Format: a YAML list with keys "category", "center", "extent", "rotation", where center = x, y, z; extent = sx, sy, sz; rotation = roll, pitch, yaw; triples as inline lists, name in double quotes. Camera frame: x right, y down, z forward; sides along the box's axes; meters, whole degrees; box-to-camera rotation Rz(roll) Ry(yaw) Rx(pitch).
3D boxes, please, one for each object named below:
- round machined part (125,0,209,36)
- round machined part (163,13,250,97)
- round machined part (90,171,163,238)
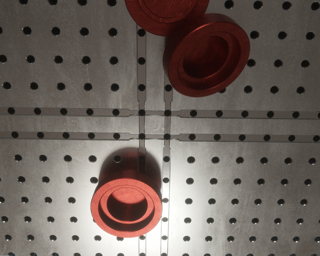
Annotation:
- category: "round machined part"
  center: [0.008, -0.153, 0.348]
  extent: [0.099, 0.042, 0.097]
  rotation: [0, 110, -1]
- category: "round machined part"
  center: [0.050, -0.086, 0.359]
  extent: [0.099, 0.042, 0.097]
  rotation: [-13, 137, -12]
- category: "round machined part"
  center: [-0.046, 0.104, 0.442]
  extent: [0.099, 0.042, 0.097]
  rotation: [0, 110, -1]
